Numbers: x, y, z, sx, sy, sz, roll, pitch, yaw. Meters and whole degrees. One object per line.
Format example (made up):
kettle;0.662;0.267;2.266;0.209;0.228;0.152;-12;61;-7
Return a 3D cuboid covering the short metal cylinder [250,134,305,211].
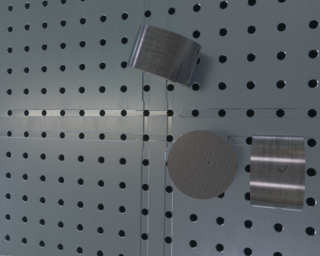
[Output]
short metal cylinder;0.127;0.047;0.338;0.050;0.080;0.079;1;91;20

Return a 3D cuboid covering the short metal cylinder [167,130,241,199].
short metal cylinder;0.055;0.042;0.380;0.080;0.050;0.079;0;90;20

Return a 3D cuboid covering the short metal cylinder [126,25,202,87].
short metal cylinder;0.005;-0.087;0.382;0.080;0.080;0.050;21;97;18
